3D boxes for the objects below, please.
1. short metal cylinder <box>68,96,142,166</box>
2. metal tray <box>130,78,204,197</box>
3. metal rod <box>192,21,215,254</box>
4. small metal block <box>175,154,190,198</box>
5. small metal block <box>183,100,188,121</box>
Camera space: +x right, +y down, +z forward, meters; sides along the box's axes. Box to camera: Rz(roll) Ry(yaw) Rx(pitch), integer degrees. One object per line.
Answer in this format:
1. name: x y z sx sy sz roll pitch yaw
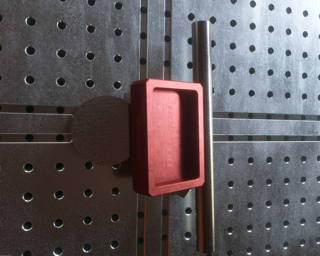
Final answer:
1. short metal cylinder: -0.068 0.003 0.374 0.081 0.050 0.079 0 90 -21
2. metal tray: 0.011 0.010 0.373 0.091 0.030 0.129 -2 91 -40
3. metal rod: 0.057 0.012 0.408 0.025 0.025 0.298 -1 91 -20
4. small metal block: 0.024 0.059 0.422 0.050 0.025 0.050 41 77 -16
5. small metal block: 0.033 -0.029 0.426 0.050 0.025 0.050 -16 96 -20
